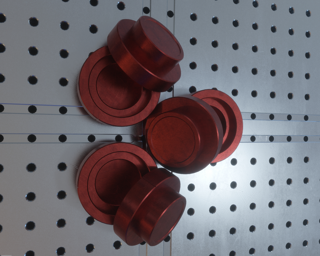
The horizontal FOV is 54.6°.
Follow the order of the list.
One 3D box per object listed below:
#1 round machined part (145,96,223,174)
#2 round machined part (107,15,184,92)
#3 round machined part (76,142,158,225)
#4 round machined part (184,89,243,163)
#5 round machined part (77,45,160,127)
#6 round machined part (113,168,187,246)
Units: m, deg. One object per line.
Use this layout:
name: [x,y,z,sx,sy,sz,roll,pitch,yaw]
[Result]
round machined part: [0.024,0.010,0.380,0.042,0.098,0.098,-22,100,-61]
round machined part: [-0.010,-0.094,0.370,0.098,0.042,0.098,32,36,-26]
round machined part: [-0.053,0.065,0.383,0.099,0.042,0.097,0,90,-20]
round machined part: [0.060,-0.003,0.425,0.099,0.042,0.097,0,90,-20]
round machined part: [-0.052,-0.050,0.383,0.099,0.042,0.097,0,90,-20]
round machined part: [-0.005,0.100,0.371,0.099,0.042,0.097,-39,146,-32]
